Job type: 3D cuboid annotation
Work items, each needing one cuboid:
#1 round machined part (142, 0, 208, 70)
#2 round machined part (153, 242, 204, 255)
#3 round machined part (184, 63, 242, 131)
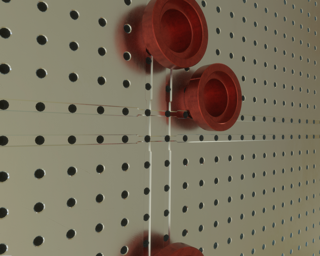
[{"bbox_3d":[0.015,-0.126,0.410,0.099,0.042,0.097,0,90,-40],"label":"round machined part"},{"bbox_3d":[0.016,0.201,0.411,0.099,0.042,0.097,0,90,-40],"label":"round machined part"},{"bbox_3d":[0.074,-0.044,0.459,0.099,0.042,0.097,0,90,-40],"label":"round machined part"}]
